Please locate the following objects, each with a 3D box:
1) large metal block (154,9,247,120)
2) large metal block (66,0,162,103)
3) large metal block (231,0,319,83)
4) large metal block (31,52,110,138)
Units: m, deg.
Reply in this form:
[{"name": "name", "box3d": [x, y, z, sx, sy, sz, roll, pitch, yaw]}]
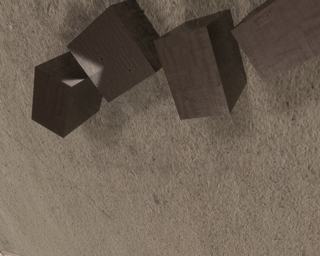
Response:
[{"name": "large metal block", "box3d": [0.045, -0.064, 0.307, 0.050, 0.080, 0.080, -6, 115, 31]}, {"name": "large metal block", "box3d": [-0.045, -0.088, 0.359, 0.080, 0.050, 0.080, -26, 104, 37]}, {"name": "large metal block", "box3d": [0.115, -0.090, 0.255, 0.080, 0.080, 0.050, -28, 103, 37]}, {"name": "large metal block", "box3d": [-0.115, -0.047, 0.401, 0.050, 0.080, 0.079, 29, 128, 9]}]
